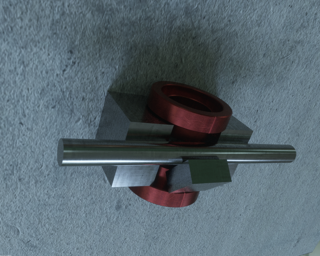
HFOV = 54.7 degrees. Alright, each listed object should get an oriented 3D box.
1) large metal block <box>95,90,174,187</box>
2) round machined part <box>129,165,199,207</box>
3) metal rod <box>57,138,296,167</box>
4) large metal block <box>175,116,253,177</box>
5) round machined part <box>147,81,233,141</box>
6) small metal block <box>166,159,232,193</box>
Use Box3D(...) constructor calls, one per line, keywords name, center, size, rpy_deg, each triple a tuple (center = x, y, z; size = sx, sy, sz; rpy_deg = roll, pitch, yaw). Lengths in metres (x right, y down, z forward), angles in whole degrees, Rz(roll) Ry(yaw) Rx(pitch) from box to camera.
Box3D(name="large metal block", center=(-0.035, 0.011, 0.360), size=(0.050, 0.080, 0.079), rpy_deg=(4, 116, -31))
Box3D(name="round machined part", center=(0.008, 0.056, 0.400), size=(0.099, 0.098, 0.042), rpy_deg=(4, 111, -31))
Box3D(name="metal rod", center=(0.044, 0.028, 0.346), size=(0.302, 0.025, 0.025), rpy_deg=(3, 117, -30))
Box3D(name="large metal block", center=(0.067, 0.018, 0.421), size=(0.050, 0.080, 0.079), rpy_deg=(4, 117, -30))
Box3D(name="round machined part", center=(0.032, -0.017, 0.368), size=(0.099, 0.098, 0.042), rpy_deg=(4, 118, -30))
Box3D(name="small metal block", center=(0.042, 0.054, 0.343), size=(0.050, 0.025, 0.050), rpy_deg=(2, 158, -28))
